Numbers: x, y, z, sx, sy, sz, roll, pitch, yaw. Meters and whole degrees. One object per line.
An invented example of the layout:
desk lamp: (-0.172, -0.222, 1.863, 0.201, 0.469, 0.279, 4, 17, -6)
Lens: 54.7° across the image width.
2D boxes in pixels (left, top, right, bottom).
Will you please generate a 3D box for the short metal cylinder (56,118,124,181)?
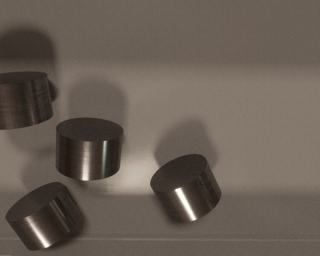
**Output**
short metal cylinder: (-0.089, 0.024, 0.390, 0.081, 0.080, 0.050, 7, 110, -3)

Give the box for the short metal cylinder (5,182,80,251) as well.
short metal cylinder: (-0.158, 0.118, 0.423, 0.080, 0.080, 0.050, -22, 109, 7)

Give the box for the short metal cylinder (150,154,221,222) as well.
short metal cylinder: (0.034, 0.078, 0.411, 0.080, 0.080, 0.050, -24, 109, 8)

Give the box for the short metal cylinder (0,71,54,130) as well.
short metal cylinder: (-0.172, -0.035, 0.367, 0.081, 0.080, 0.050, -2, 110, 0)
